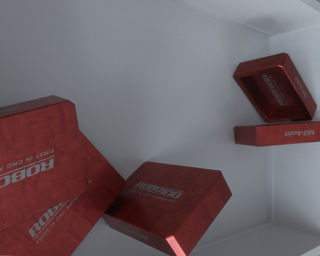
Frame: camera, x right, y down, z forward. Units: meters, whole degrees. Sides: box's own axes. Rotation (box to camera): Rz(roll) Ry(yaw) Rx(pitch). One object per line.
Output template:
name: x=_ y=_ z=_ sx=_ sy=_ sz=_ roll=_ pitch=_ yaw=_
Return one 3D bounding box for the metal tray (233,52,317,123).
metal tray: x=0.197 y=-0.062 z=0.529 sx=0.130 sy=0.090 sz=0.030 roll=46 pitch=60 yaw=-29

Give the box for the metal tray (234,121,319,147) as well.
metal tray: x=0.197 y=0.008 z=0.496 sx=0.131 sy=0.090 sz=0.030 roll=-4 pitch=90 yaw=-9

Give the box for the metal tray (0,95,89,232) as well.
metal tray: x=-0.127 y=0.032 z=0.245 sx=0.131 sy=0.030 sz=0.089 roll=-21 pitch=117 yaw=-38

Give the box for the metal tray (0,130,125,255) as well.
metal tray: x=-0.106 y=0.076 z=0.316 sx=0.130 sy=0.030 sz=0.090 roll=-51 pitch=120 yaw=-28

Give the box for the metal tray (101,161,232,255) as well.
metal tray: x=0.001 y=0.081 z=0.341 sx=0.090 sy=0.130 sz=0.030 roll=-43 pitch=116 yaw=-32
